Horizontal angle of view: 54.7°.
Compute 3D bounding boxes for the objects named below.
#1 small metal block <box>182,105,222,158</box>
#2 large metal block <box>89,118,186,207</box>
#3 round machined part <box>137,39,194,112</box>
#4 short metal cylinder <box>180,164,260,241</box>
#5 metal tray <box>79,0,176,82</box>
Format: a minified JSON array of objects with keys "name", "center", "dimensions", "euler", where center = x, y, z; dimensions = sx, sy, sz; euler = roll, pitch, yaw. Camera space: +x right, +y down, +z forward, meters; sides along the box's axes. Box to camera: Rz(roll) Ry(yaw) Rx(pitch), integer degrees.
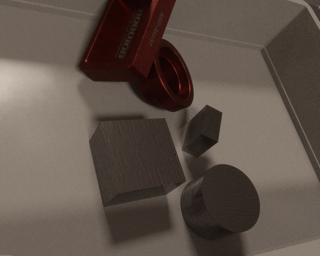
[{"name":"small metal block","center":[0.057,0.005,0.419],"dimensions":[0.025,0.050,0.050],"euler":[26,52,-13]},{"name":"large metal block","center":[-0.028,0.037,0.353],"dimensions":[0.081,0.050,0.080],"euler":[-4,64,-30]},{"name":"round machined part","center":[0.003,-0.067,0.422],"dimensions":[0.098,0.042,0.098],"euler":[37,43,-44]},{"name":"short metal cylinder","center":[0.072,0.090,0.375],"dimensions":[0.081,0.050,0.080],"euler":[14,56,-21]},{"name":"metal tray","center":[-0.040,-0.122,0.392],"dimensions":[0.030,0.090,0.130],"euler":[39,64,-50]}]
